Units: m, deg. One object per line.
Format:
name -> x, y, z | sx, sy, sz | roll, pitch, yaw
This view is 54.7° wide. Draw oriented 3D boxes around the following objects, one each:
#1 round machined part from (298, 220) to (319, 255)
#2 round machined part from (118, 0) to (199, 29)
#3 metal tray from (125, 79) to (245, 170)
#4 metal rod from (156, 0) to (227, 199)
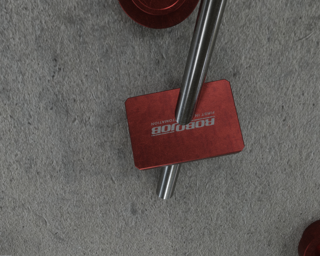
round machined part -> 0.259, 0.178, 0.470 | 0.099, 0.042, 0.097 | 0, 110, -1
round machined part -> -0.002, -0.160, 0.342 | 0.099, 0.042, 0.097 | 0, 110, -1
metal tray -> 0.029, -0.003, 0.384 | 0.131, 0.030, 0.090 | -11, 79, 3
metal rod -> 0.033, -0.030, 0.366 | 0.025, 0.025, 0.298 | 10, 122, -4
